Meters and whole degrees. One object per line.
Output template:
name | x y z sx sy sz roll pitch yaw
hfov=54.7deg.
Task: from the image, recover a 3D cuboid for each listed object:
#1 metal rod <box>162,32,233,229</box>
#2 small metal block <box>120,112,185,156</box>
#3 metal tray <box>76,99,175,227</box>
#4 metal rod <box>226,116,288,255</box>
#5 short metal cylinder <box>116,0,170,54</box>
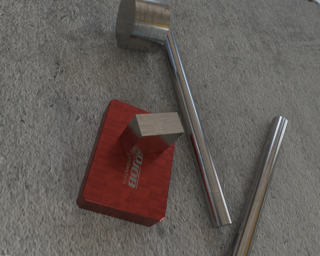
metal rod | 0.043 -0.014 0.435 0.025 0.025 0.299 1 61 -28
small metal block | -0.010 0.007 0.339 0.050 0.050 0.025 -5 64 -30
metal tray | -0.033 0.038 0.360 0.091 0.030 0.130 21 54 -16
metal rod | 0.134 0.086 0.422 0.025 0.025 0.301 37 51 -4
short metal cylinder | -0.027 -0.150 0.446 0.050 0.080 0.080 3 60 -27
